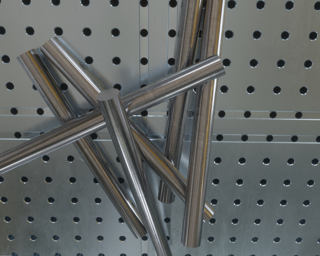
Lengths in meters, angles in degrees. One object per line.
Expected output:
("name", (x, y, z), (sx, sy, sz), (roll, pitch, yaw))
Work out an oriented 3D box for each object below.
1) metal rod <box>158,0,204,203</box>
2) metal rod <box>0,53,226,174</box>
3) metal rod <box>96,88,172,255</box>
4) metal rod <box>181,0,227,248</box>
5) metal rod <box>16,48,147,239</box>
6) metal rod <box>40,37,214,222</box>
("metal rod", (0.025, -0.037, 0.399), (0.025, 0.025, 0.298), (6, 110, -2))
("metal rod", (-0.068, -0.012, 0.367), (0.301, 0.025, 0.025), (-23, 109, 10))
("metal rod", (-0.023, 0.085, 0.406), (0.025, 0.025, 0.299), (-12, 124, 4))
("metal rod", (0.052, -0.001, 0.377), (0.025, 0.025, 0.298), (5, 97, -2))
("metal rod", (-0.096, 0.034, 0.424), (0.025, 0.025, 0.299), (-26, 108, 9))
("metal rod", (-0.036, 0.008, 0.397), (0.025, 0.025, 0.300), (-40, 99, 13))
